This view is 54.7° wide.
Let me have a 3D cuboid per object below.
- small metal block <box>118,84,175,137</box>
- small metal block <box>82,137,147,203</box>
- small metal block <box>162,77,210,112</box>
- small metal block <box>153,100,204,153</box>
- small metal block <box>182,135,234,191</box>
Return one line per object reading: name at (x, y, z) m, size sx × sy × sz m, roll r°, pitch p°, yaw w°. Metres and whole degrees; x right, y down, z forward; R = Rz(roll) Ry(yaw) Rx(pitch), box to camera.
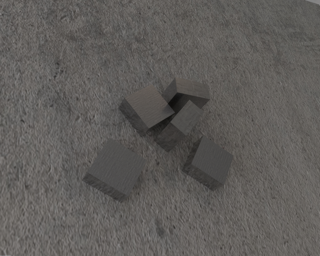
small metal block at (-0.017, -0.023, 0.408) m, size 0.050 × 0.025 × 0.050 m, roll -32°, pitch 80°, yaw -38°
small metal block at (-0.050, 0.047, 0.348) m, size 0.050 × 0.025 × 0.050 m, roll 32°, pitch 52°, yaw -7°
small metal block at (0.034, -0.041, 0.431) m, size 0.050 × 0.050 × 0.025 m, roll 9°, pitch 58°, yaw -24°
small metal block at (0.024, -0.002, 0.402) m, size 0.025 × 0.050 × 0.050 m, roll 41°, pitch 51°, yaw 0°
small metal block at (0.064, 0.046, 0.410) m, size 0.050 × 0.025 × 0.050 m, roll 34°, pitch 51°, yaw -6°
